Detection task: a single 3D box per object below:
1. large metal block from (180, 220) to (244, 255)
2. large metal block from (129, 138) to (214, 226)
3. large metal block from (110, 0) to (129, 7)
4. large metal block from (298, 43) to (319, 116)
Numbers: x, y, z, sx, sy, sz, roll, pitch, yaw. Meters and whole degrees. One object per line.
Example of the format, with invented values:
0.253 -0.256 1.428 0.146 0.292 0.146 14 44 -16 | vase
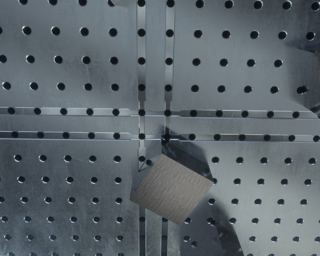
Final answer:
0.078 0.200 0.459 0.050 0.080 0.080 38 105 -13 | large metal block
0.015 0.074 0.428 0.080 0.050 0.080 30 107 -11 | large metal block
-0.050 -0.175 0.319 0.050 0.080 0.080 -37 106 12 | large metal block
0.224 -0.066 0.379 0.080 0.050 0.080 -14 110 5 | large metal block
